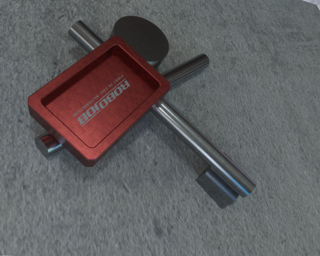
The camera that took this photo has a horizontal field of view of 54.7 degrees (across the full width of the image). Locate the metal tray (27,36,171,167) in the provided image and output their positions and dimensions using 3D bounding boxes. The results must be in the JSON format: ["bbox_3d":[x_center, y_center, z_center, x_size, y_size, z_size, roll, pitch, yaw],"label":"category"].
[{"bbox_3d":[-0.062,-0.033,0.340,0.090,0.030,0.131,43,62,2],"label":"metal tray"}]

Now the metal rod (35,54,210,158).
[{"bbox_3d":[-0.026,-0.045,0.420,0.302,0.025,0.025,-34,81,-38],"label":"metal rod"}]

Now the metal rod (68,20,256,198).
[{"bbox_3d":[0.002,-0.025,0.391,0.300,0.025,0.025,43,51,1],"label":"metal rod"}]

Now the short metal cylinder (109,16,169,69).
[{"bbox_3d":[-0.034,-0.110,0.439,0.081,0.050,0.080,14,56,-21],"label":"short metal cylinder"}]

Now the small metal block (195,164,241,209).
[{"bbox_3d":[0.083,0.069,0.410,0.050,0.025,0.050,47,51,5],"label":"small metal block"}]
